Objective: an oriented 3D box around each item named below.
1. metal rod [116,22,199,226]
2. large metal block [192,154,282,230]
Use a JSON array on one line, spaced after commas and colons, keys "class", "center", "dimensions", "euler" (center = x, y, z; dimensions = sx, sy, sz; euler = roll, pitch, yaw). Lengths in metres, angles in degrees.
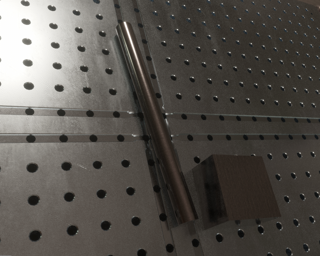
[{"class": "metal rod", "center": [-0.011, -0.022, 0.416], "dimensions": [0.025, 0.025, 0.299], "euler": [-5, 64, -31]}, {"class": "large metal block", "center": [0.095, 0.082, 0.396], "dimensions": [0.081, 0.050, 0.080], "euler": [5, 60, -26]}]
